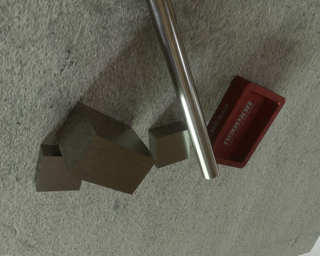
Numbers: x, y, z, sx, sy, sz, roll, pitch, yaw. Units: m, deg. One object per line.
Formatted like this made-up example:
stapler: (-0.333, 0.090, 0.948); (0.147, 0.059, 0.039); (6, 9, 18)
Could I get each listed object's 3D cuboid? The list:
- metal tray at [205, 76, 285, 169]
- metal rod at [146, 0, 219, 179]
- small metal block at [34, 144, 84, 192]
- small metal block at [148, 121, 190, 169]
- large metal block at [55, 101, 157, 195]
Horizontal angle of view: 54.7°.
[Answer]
metal tray: (0.121, -0.004, 0.469); (0.091, 0.030, 0.129); (15, 111, -35)
metal rod: (0.028, -0.054, 0.369); (0.025, 0.025, 0.299); (-28, 122, -11)
small metal block: (-0.120, 0.048, 0.372); (0.050, 0.025, 0.050); (5, 117, -31)
small metal block: (0.013, 0.023, 0.430); (0.050, 0.025, 0.050); (-16, 125, -20)
large metal block: (-0.063, 0.023, 0.352); (0.080, 0.080, 0.050); (27, 103, -38)
